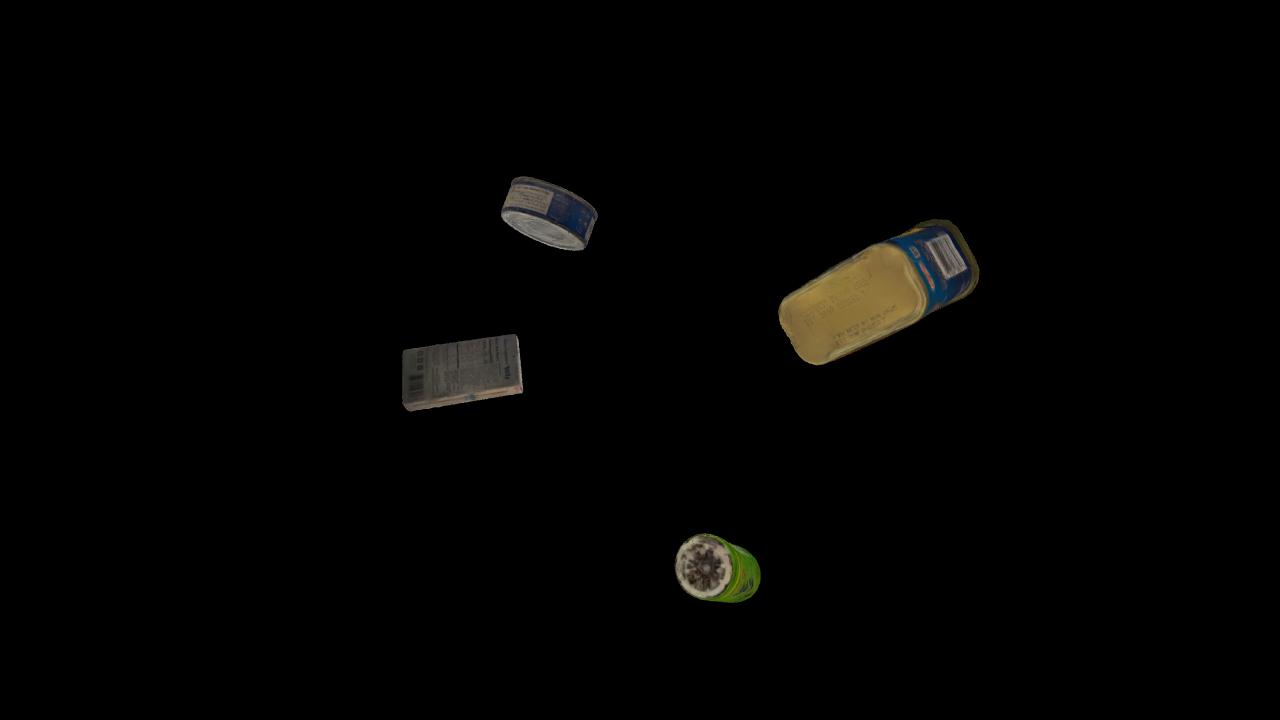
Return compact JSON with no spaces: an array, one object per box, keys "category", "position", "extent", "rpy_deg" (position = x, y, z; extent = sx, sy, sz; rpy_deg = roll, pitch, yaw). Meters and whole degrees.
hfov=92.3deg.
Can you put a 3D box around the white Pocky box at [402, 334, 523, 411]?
[{"category":"white Pocky box","position":[-0.237,0.015,0.822],"extent":[0.154,0.084,0.028],"rpy_deg":[-9,-29,-5]}]

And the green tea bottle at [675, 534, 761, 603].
[{"category":"green tea bottle","position":[0.106,0.257,0.748],"extent":[0.073,0.073,0.212],"rpy_deg":[0,-20,24]}]

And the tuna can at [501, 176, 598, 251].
[{"category":"tuna can","position":[-0.083,-0.131,0.564],"extent":[0.084,0.034,0.084],"rpy_deg":[19,-6,2]}]

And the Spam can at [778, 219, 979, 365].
[{"category":"Spam can","position":[0.155,-0.044,0.407],"extent":[0.085,0.058,0.101],"rpy_deg":[-22,-8,-42]}]
